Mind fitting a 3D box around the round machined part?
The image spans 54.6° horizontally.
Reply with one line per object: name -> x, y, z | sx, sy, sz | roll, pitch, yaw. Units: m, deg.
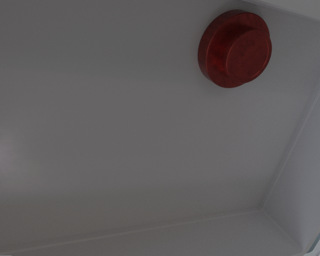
round machined part -> 0.101, -0.095, 0.393 | 0.099, 0.042, 0.097 | -14, 124, -21
